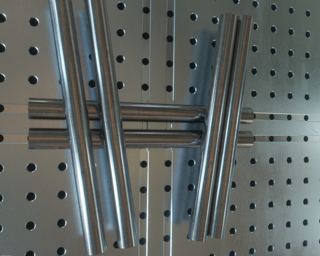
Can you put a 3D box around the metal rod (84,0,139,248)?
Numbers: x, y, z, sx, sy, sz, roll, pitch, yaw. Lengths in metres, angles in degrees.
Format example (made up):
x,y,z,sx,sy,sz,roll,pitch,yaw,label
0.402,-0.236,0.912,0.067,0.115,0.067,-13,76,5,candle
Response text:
x,y,z,sx,sy,sz,roll,pitch,yaw,label
-0.057,-0.009,0.365,0.025,0.025,0.298,-8,93,-20,metal rod

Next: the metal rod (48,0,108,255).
x,y,z,sx,sy,sz,roll,pitch,yaw,label
-0.093,-0.006,0.352,0.025,0.025,0.298,-9,93,-20,metal rod

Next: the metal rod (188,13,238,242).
x,y,z,sx,sy,sz,roll,pitch,yaw,label
0.071,-0.003,0.413,0.025,0.025,0.299,10,87,-20,metal rod

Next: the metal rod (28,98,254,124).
x,y,z,sx,sy,sz,roll,pitch,yaw,label
-0.009,-0.020,0.409,0.302,0.025,0.025,1,90,-20,metal rod

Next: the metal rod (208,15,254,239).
x,y,z,sx,sy,sz,roll,pitch,yaw,label
0.096,-0.004,0.422,0.025,0.025,0.299,10,87,-20,metal rod

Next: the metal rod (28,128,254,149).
x,y,z,sx,sy,sz,roll,pitch,yaw,label
-0.009,0.015,0.410,0.302,0.025,0.025,1,90,-20,metal rod
